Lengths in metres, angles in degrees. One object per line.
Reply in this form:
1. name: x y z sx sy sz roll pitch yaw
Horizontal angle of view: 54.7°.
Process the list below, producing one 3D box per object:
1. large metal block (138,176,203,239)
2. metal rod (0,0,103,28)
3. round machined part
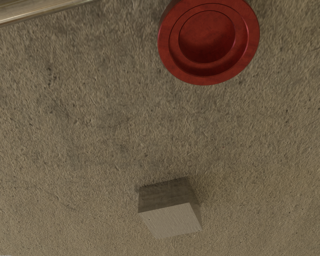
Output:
1. large metal block: 0.018 0.131 0.503 0.080 0.050 0.080 -15 129 12
2. metal rod: -0.025 -0.140 0.287 0.301 0.025 0.025 -11 129 9
3. round machined part: 0.047 -0.095 0.315 0.099 0.042 0.097 0 130 0
